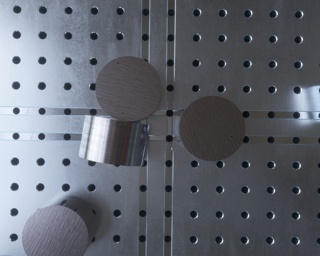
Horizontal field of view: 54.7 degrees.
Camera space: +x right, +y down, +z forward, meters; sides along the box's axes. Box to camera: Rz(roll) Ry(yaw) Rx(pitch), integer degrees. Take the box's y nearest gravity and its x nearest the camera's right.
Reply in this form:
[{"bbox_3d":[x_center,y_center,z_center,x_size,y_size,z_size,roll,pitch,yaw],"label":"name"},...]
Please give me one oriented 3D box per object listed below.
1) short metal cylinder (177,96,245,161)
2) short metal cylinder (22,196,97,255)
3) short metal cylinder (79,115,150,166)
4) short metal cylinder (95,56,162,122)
[{"bbox_3d":[0.064,0.001,0.401,0.081,0.050,0.079,0,90,0],"label":"short metal cylinder"},{"bbox_3d":[-0.127,0.133,0.400,0.081,0.050,0.079,0,90,0],"label":"short metal cylinder"},{"bbox_3d":[-0.056,0.015,0.385,0.080,0.080,0.050,9,90,0],"label":"short metal cylinder"},{"bbox_3d":[-0.038,-0.048,0.400,0.081,0.050,0.079,0,90,0],"label":"short metal cylinder"}]
